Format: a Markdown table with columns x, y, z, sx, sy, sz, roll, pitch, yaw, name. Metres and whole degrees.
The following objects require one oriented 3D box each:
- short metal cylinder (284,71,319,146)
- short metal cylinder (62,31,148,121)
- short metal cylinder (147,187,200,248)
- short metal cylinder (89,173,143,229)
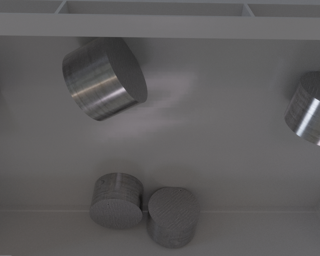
| x | y | z | sx | sy | sz | roll | pitch | yaw | name |
| --- | --- | --- | --- | --- | --- | --- | --- | --- | --- |
| 0.192 | -0.023 | 0.355 | 0.081 | 0.080 | 0.050 | 5 | 130 | -4 | short metal cylinder |
| -0.055 | -0.053 | 0.327 | 0.050 | 0.080 | 0.080 | -23 | 127 | 18 | short metal cylinder |
| 0.020 | 0.141 | 0.492 | 0.081 | 0.080 | 0.050 | 3 | 129 | -3 | short metal cylinder |
| -0.067 | 0.116 | 0.491 | 0.081 | 0.050 | 0.079 | 0 | 130 | 0 | short metal cylinder |
